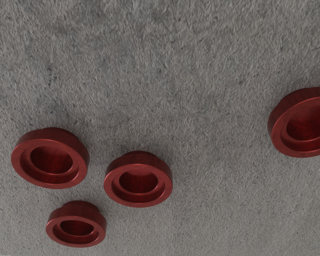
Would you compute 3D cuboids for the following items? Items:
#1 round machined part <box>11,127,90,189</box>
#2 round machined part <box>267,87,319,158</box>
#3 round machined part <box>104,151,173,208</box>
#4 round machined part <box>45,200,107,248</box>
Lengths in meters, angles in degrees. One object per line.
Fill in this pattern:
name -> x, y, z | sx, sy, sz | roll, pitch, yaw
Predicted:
round machined part -> -0.146, 0.037, 0.426 | 0.099, 0.042, 0.097 | 0, 130, 0
round machined part -> 0.184, -0.011, 0.388 | 0.099, 0.042, 0.097 | 0, 130, 0
round machined part -> -0.031, 0.071, 0.456 | 0.099, 0.042, 0.097 | 0, 130, 0
round machined part -> -0.140, 0.162, 0.532 | 0.099, 0.042, 0.097 | 0, 130, 0
